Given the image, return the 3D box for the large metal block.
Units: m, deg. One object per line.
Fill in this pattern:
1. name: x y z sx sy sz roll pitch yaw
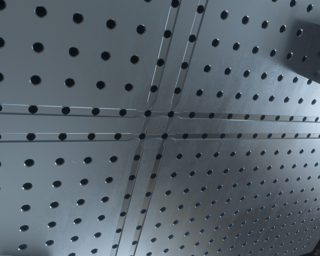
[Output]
1. large metal block: 0.273 -0.114 0.473 0.081 0.050 0.079 -10 123 -23
